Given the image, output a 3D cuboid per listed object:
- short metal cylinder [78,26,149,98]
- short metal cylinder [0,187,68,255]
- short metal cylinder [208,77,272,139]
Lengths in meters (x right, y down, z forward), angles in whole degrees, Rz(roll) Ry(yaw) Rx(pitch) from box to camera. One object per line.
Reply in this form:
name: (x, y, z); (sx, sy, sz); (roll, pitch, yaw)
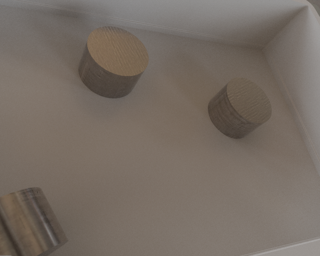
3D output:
short metal cylinder: (-0.062, -0.086, 0.409); (0.081, 0.050, 0.080); (14, 56, -21)
short metal cylinder: (-0.123, 0.091, 0.249); (0.081, 0.080, 0.050); (-23, 75, -36)
short metal cylinder: (0.121, -0.030, 0.473); (0.081, 0.050, 0.080); (14, 56, -21)
